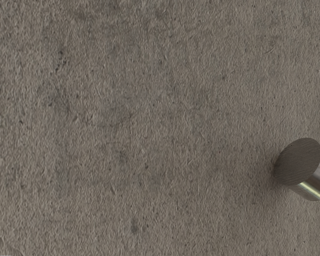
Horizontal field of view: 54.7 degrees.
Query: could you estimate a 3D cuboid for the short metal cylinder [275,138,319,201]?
[{"bbox_3d":[0.221,0.061,0.462,0.050,0.080,0.080,33,79,-17],"label":"short metal cylinder"}]
